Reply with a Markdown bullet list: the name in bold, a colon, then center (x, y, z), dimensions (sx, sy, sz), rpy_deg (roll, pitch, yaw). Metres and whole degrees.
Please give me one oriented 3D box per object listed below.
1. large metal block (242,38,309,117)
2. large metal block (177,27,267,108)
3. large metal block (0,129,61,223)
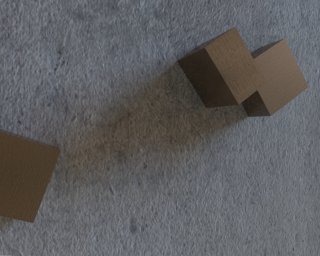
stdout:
- **large metal block**: center (0.156, -0.072, 0.455), dimensions (0.080, 0.050, 0.080), rpy_deg (-35, 102, -17)
- **large metal block**: center (0.079, -0.075, 0.410), dimensions (0.050, 0.080, 0.080), rpy_deg (-37, 102, -16)
- **large metal block**: center (-0.163, 0.048, 0.336), dimensions (0.080, 0.050, 0.080), rpy_deg (21, 83, -19)
